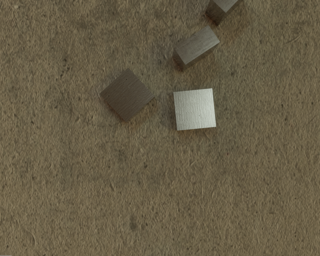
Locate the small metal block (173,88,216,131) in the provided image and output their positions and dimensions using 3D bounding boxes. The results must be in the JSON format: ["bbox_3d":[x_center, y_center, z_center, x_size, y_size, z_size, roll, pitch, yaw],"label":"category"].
[{"bbox_3d":[0.045,-0.024,0.410,0.050,0.025,0.050,-6,90,0],"label":"small metal block"}]

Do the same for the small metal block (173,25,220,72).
[{"bbox_3d":[0.045,-0.100,0.398,0.050,0.050,0.025,-34,90,0],"label":"small metal block"}]

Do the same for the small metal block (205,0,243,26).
[{"bbox_3d":[0.088,-0.165,0.398,0.025,0.050,0.050,44,90,0],"label":"small metal block"}]

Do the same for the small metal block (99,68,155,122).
[{"bbox_3d":[-0.042,-0.042,0.409,0.050,0.025,0.050,-43,90,0],"label":"small metal block"}]
